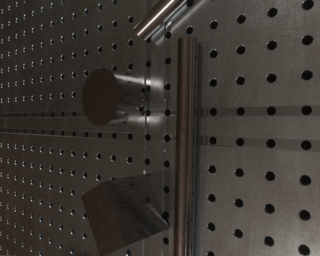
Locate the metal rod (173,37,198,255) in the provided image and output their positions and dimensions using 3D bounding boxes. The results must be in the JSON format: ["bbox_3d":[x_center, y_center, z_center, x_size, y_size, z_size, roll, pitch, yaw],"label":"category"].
[{"bbox_3d":[0.031,0.041,0.381,0.025,0.025,0.298,2,91,39],"label":"metal rod"}]

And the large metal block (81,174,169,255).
[{"bbox_3d":[-0.046,0.112,0.409,0.050,0.081,0.080,-36,68,34],"label":"large metal block"}]

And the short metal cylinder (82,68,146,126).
[{"bbox_3d":[-0.067,-0.043,0.446,0.080,0.050,0.079,0,90,39],"label":"short metal cylinder"}]

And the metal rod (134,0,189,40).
[{"bbox_3d":[0.076,-0.202,0.345,0.299,0.025,0.025,-35,69,34],"label":"metal rod"}]
